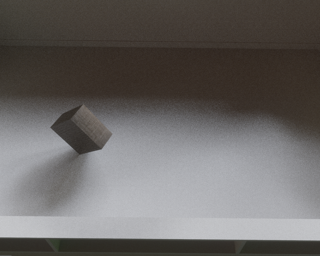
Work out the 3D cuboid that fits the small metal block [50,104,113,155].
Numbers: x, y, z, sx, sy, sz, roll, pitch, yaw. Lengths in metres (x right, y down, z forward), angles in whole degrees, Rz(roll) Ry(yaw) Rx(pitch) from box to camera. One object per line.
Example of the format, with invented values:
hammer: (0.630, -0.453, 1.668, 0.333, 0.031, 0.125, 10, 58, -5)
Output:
small metal block: (-0.094, 0.003, 0.372, 0.050, 0.050, 0.025, -15, 35, 44)
